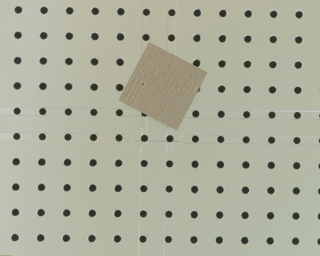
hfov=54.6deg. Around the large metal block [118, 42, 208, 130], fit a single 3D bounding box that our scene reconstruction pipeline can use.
[{"bbox_3d":[0.004,-0.051,0.401,0.080,0.050,0.080,28,90,0],"label":"large metal block"}]
